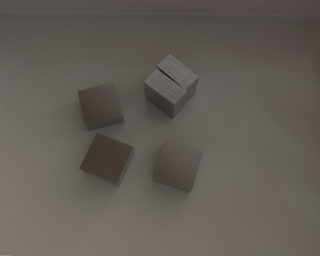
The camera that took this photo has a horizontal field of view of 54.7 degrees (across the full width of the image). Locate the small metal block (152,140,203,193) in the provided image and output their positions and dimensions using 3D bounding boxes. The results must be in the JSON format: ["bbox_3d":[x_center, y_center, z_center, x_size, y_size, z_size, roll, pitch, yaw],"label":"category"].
[{"bbox_3d":[0.022,0.049,0.392,0.050,0.025,0.050,17,71,6],"label":"small metal block"}]

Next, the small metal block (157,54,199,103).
[{"bbox_3d":[0.023,-0.064,0.420,0.050,0.050,0.025,42,75,14],"label":"small metal block"}]

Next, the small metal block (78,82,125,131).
[{"bbox_3d":[-0.079,-0.029,0.419,0.050,0.025,0.050,-14,71,-5],"label":"small metal block"}]

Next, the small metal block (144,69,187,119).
[{"bbox_3d":[0.007,-0.044,0.412,0.050,0.050,0.025,38,75,12],"label":"small metal block"}]

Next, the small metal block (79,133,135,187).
[{"bbox_3d":[-0.066,0.041,0.394,0.050,0.025,0.050,21,71,7],"label":"small metal block"}]
